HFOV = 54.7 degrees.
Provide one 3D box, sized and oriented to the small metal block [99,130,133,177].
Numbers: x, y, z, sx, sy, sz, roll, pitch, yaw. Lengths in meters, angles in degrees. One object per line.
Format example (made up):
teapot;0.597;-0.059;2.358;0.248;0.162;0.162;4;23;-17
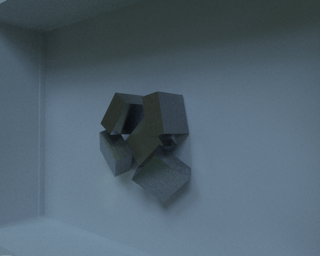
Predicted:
small metal block;-0.063;0.034;0.439;0.050;0.025;0.050;56;155;24

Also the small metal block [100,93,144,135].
small metal block;-0.045;-0.019;0.423;0.025;0.050;0.050;44;116;31

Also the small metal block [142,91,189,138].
small metal block;0.007;-0.015;0.380;0.025;0.050;0.050;-14;81;38

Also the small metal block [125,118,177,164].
small metal block;-0.014;0.021;0.413;0.050;0.025;0.050;-49;61;28

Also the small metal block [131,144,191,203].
small metal block;0.002;0.057;0.384;0.050;0.025;0.050;38;119;-8
